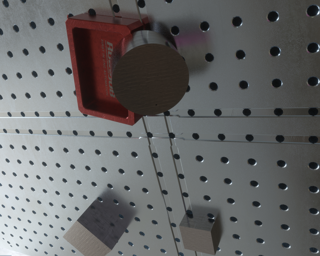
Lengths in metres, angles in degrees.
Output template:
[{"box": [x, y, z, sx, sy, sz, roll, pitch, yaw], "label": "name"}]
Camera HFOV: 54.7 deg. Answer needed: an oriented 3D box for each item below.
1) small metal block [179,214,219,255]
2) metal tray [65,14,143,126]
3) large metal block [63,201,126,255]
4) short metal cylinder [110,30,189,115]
[{"box": [0.062, 0.165, 0.481, 0.050, 0.025, 0.050, 1, 119, 27], "label": "small metal block"}, {"box": [-0.067, -0.073, 0.397, 0.090, 0.030, 0.129, 14, 124, 20], "label": "metal tray"}, {"box": [-0.124, 0.198, 0.583, 0.080, 0.050, 0.080, 41, 129, 0], "label": "large metal block"}, {"box": [-0.013, -0.061, 0.341, 0.081, 0.050, 0.079, -6, 122, -9], "label": "short metal cylinder"}]
